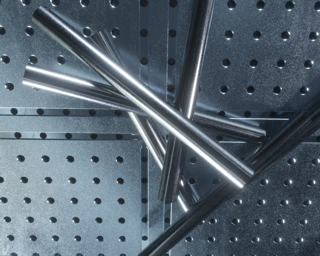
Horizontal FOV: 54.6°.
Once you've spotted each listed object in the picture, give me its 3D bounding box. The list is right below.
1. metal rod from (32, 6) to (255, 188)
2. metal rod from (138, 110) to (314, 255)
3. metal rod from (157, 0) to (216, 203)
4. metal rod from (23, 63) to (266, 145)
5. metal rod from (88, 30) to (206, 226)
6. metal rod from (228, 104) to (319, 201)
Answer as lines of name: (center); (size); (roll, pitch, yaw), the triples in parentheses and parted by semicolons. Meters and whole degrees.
metal rod: (-0.024, -0.039, 0.346); (0.300, 0.025, 0.025); (39, 106, 7)
metal rod: (0.081, 0.090, 0.421); (0.025, 0.025, 0.299); (42, 102, -14)
metal rod: (0.035, -0.060, 0.357); (0.025, 0.025, 0.298); (10, 97, -4)
metal rod: (-0.006, -0.024, 0.381); (0.302, 0.025, 0.025); (14, 110, -14)
metal rod: (-0.010, 0.013, 0.417); (0.025, 0.025, 0.299); (-26, 108, 9)
metal rod: (0.198, -0.004, 0.413); (0.299, 0.025, 0.025); (-43, 105, 14)
